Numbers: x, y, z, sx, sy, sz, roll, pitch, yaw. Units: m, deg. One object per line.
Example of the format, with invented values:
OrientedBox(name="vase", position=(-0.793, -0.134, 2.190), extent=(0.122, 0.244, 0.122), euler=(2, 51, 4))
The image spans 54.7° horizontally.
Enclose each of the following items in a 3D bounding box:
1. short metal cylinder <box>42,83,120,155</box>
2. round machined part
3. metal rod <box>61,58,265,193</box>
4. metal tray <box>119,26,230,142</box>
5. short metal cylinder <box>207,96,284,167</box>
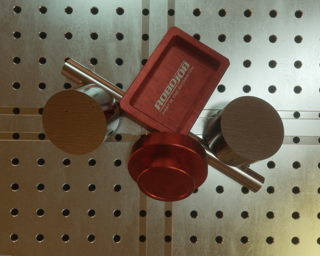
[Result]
OrientedBox(name="short metal cylinder", position=(-0.097, -0.013, 0.388), extent=(0.080, 0.050, 0.079), euler=(3, 107, 9))
OrientedBox(name="round machined part", position=(0.009, 0.054, 0.378), extent=(0.099, 0.042, 0.097), euler=(4, 133, 4))
OrientedBox(name="metal rod", position=(0.004, -0.003, 0.413), extent=(0.301, 0.025, 0.025), euler=(32, 90, 0))
OrientedBox(name="metal tray", position=(0.019, -0.054, 0.396), extent=(0.090, 0.030, 0.130), euler=(32, 77, 0))
OrientedBox(name="short metal cylinder", position=(0.105, 0.006, 0.390), extent=(0.081, 0.050, 0.080), euler=(3, 73, -10))
